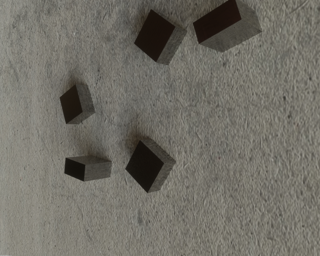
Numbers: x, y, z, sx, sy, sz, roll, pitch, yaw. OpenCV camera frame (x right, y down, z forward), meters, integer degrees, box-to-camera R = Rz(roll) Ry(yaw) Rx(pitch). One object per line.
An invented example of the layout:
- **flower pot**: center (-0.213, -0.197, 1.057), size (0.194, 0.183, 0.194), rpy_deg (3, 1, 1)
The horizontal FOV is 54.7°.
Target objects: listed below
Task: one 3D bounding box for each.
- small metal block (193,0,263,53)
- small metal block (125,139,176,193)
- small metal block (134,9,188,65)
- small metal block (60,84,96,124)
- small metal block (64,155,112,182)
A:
- **small metal block**: center (0.072, -0.107, 0.329), size (0.050, 0.050, 0.025), rpy_deg (-23, 76, 38)
- **small metal block**: center (-0.013, 0.050, 0.416), size (0.050, 0.025, 0.050), rpy_deg (42, 115, 32)
- **small metal block**: center (0.000, -0.118, 0.405), size (0.050, 0.025, 0.050), rpy_deg (46, 117, 30)
- **small metal block**: center (-0.139, -0.039, 0.520), size (0.050, 0.025, 0.050), rpy_deg (-28, 72, 36)
- **small metal block**: center (-0.111, 0.061, 0.481), size (0.050, 0.050, 0.025), rpy_deg (11, 97, 39)
